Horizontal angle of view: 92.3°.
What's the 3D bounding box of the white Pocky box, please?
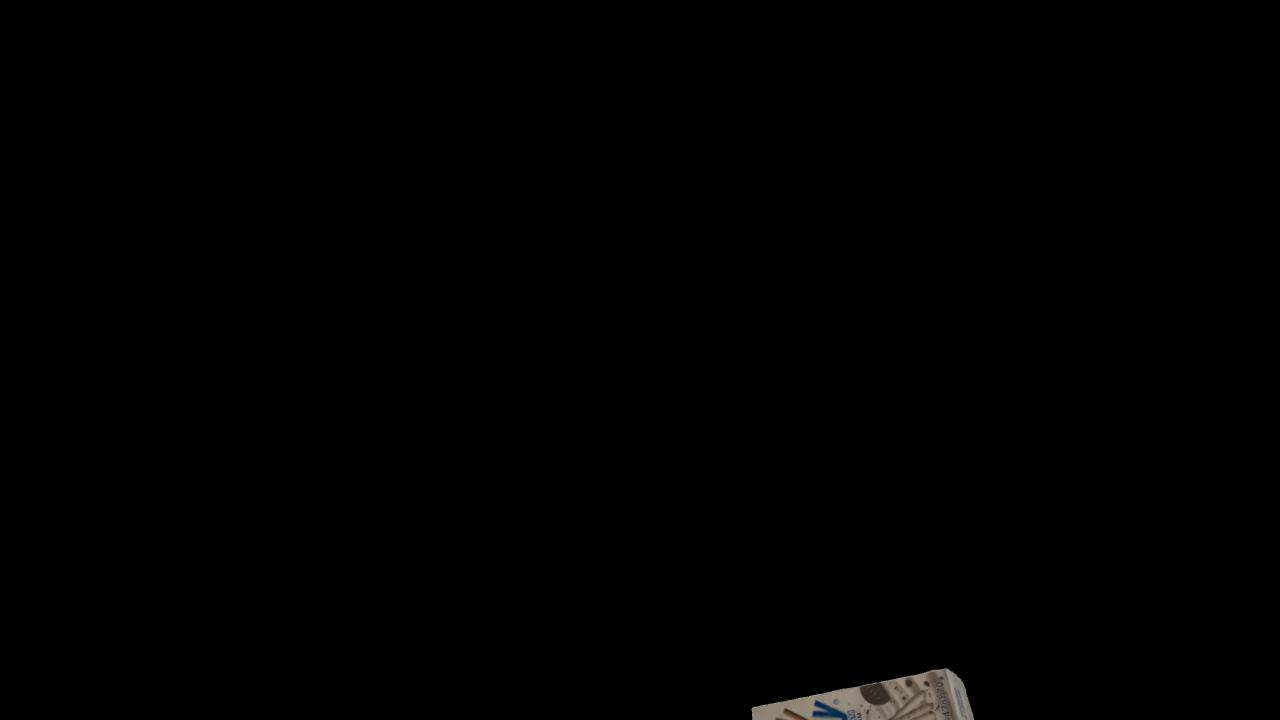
[{"bbox_3d":[0.146,0.265,0.408,0.154,0.084,0.028,-32,-57,30],"label":"white Pocky box"}]
